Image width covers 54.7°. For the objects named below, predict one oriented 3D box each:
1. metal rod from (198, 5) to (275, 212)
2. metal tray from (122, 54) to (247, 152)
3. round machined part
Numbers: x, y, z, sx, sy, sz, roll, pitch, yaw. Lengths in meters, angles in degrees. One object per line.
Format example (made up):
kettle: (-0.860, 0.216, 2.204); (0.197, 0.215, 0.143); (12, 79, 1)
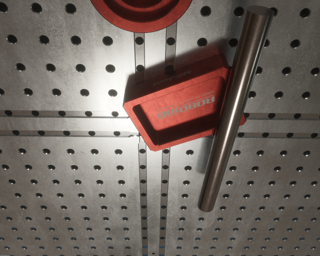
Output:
metal rod: (0.081, 0.006, 0.377); (0.025, 0.025, 0.298); (3, 131, -3)
metal tray: (0.031, -0.026, 0.386); (0.130, 0.030, 0.090); (-18, 128, 14)
round machined part: (-0.017, -0.141, 0.280); (0.099, 0.042, 0.097); (-1, 130, 0)
